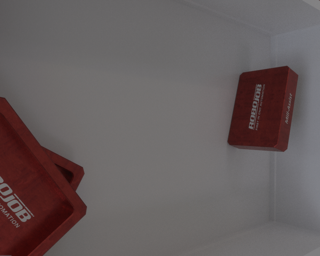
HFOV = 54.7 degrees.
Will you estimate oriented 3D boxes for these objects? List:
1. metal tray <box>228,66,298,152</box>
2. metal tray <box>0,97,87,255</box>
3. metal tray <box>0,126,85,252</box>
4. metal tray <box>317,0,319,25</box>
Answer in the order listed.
[{"bbox_3d":[0.165,-0.030,0.502,0.030,0.090,0.129,21,77,-38],"label":"metal tray"},{"bbox_3d":[-0.132,0.051,0.252,0.090,0.030,0.130,-43,116,-31],"label":"metal tray"},{"bbox_3d":[-0.146,0.050,0.281,0.130,0.030,0.090,36,68,-34],"label":"metal tray"},{"bbox_3d":[0.427,-0.306,0.761,0.091,0.030,0.129,14,81,-39],"label":"metal tray"}]
